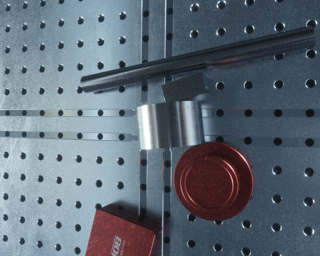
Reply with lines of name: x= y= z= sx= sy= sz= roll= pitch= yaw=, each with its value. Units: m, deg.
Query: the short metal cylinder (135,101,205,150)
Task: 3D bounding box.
short metal cylinder: x=0.012 y=-0.003 z=0.378 sx=0.080 sy=0.080 sz=0.050 roll=-6 pitch=88 yaw=19

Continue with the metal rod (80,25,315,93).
metal rod: x=0.033 y=-0.083 z=0.400 sx=0.301 sy=0.025 sz=0.025 roll=-8 pitch=87 yaw=19

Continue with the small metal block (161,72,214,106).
small metal block: x=0.036 y=-0.046 z=0.386 sx=0.050 sy=0.050 sz=0.025 roll=-16 pitch=84 yaw=19

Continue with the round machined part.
round machined part: x=0.064 y=0.066 z=0.381 sx=0.098 sy=0.042 sz=0.097 roll=0 pitch=90 yaw=19

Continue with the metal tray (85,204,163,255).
metal tray: x=-0.057 y=0.183 z=0.429 sx=0.090 sy=0.030 sz=0.129 roll=16 pitch=95 yaw=19
